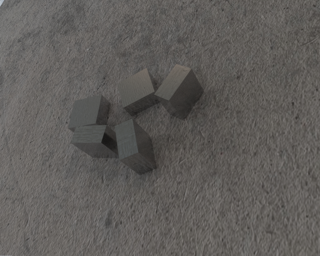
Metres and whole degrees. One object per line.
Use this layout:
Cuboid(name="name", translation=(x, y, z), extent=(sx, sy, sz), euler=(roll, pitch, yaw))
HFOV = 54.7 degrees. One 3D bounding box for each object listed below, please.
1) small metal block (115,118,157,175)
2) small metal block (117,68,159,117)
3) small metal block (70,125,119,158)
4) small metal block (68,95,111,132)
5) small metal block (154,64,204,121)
Cuboid(name="small metal block", translation=(-0.030, 0.024, 0.389), extent=(0.025, 0.050, 0.050), euler=(-24, 53, 14))
Cuboid(name="small metal block", translation=(-0.030, -0.052, 0.452), extent=(0.050, 0.025, 0.050), euler=(-26, 53, 11))
Cuboid(name="small metal block", translation=(-0.082, 0.019, 0.419), extent=(0.050, 0.050, 0.025), euler=(-2, 61, 27))
Cuboid(name="small metal block", translation=(-0.107, -0.019, 0.472), extent=(0.050, 0.025, 0.050), euler=(-9, 58, 23))
Cuboid(name="small metal block", translation=(0.026, -0.046, 0.402), extent=(0.025, 0.050, 0.050), euler=(26, 76, 37))
